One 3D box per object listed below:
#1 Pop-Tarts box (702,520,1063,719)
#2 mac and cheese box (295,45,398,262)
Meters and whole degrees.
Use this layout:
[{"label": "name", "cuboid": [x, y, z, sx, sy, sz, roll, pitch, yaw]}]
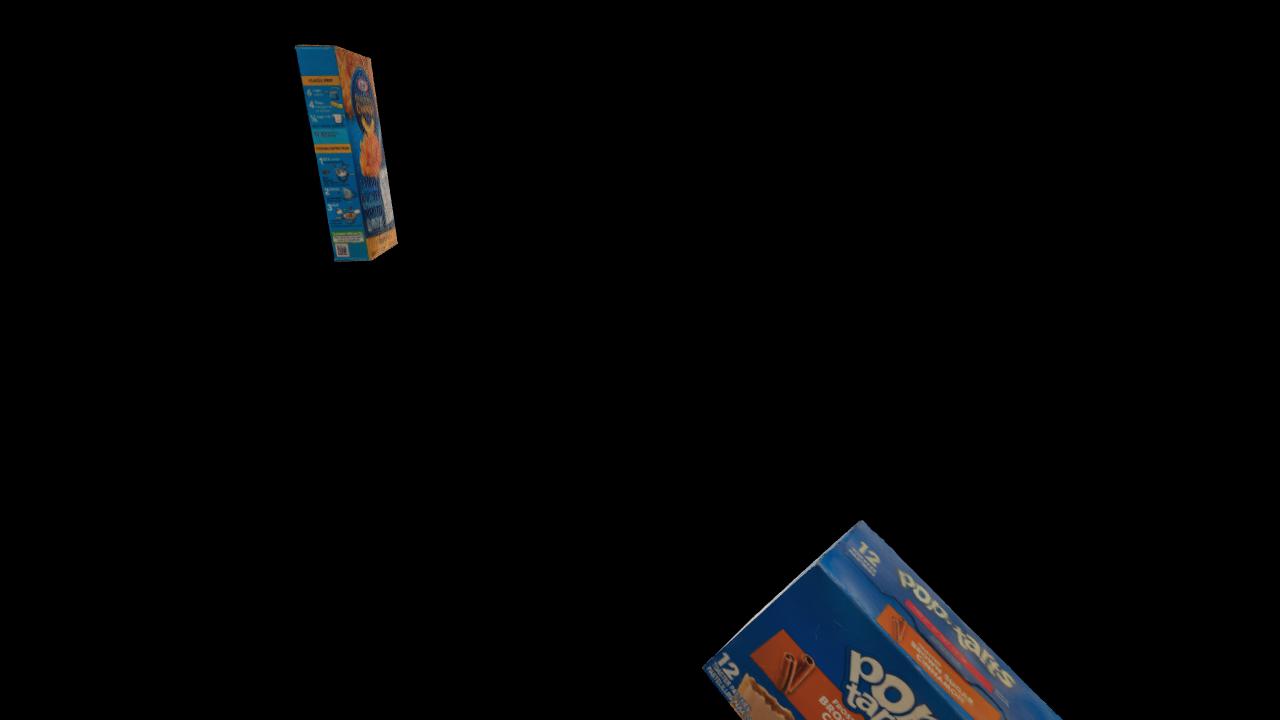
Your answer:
[{"label": "Pop-Tarts box", "cuboid": [0.152, 0.222, 0.407, 0.167, 0.141, 0.083, 47, 33, 21]}, {"label": "mac and cheese box", "cuboid": [-0.275, -0.194, 0.590, 0.041, 0.184, 0.093, -2, 21, -3]}]
